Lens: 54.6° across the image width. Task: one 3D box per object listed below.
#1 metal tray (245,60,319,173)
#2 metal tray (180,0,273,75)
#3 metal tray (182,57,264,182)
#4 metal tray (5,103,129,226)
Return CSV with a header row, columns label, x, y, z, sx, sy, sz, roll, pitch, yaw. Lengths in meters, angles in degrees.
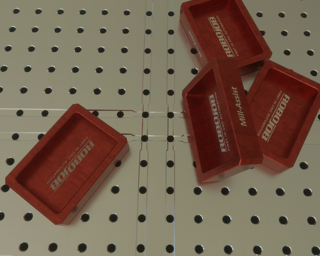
label,x,y,z,sx,sy,sz,roll,pitch,yaw
metal tray,0.154,-0.018,0.416,0.090,0.030,0.130,29,72,10
metal tray,0.094,-0.138,0.459,0.090,0.030,0.130,-19,71,-7
metal tray,0.070,-0.007,0.377,0.030,0.090,0.130,-1,68,-24
metal tray,-0.113,0.044,0.392,0.090,0.030,0.130,35,73,12
